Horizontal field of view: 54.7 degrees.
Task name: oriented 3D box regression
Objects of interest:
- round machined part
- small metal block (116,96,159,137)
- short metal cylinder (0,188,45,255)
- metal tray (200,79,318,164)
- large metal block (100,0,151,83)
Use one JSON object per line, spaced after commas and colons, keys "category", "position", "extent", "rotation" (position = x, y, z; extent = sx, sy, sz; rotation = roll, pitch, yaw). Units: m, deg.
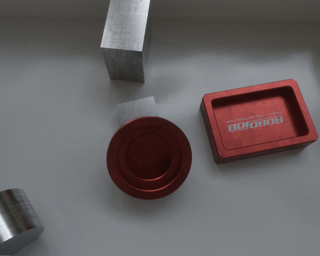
{"category": "round machined part", "position": [-0.014, 0.033, 0.375], "extent": [0.099, 0.042, 0.097], "rotation": [-1, 96, -7]}
{"category": "small metal block", "position": [-0.027, -0.010, 0.413], "extent": [0.050, 0.025, 0.050], "rotation": [-14, 71, -5]}
{"category": "short metal cylinder", "position": [-0.176, 0.110, 0.338], "extent": [0.080, 0.080, 0.050], "rotation": [-33, 74, -12]}
{"category": "metal tray", "position": [0.128, -0.010, 0.412], "extent": [0.131, 0.030, 0.090], "rotation": [-10, 70, -4]}
{"category": "large metal block", "position": [-0.042, -0.118, 0.423], "extent": [0.050, 0.080, 0.080], "rotation": [6, 70, 2]}
